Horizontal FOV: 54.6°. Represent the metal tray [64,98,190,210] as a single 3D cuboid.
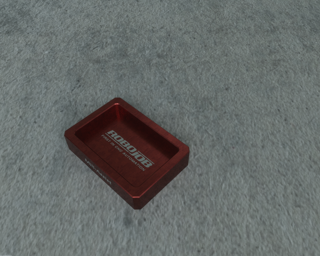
[{"bbox_3d":[-0.041,0.025,0.379,0.130,0.030,0.090,36,59,26],"label":"metal tray"}]
